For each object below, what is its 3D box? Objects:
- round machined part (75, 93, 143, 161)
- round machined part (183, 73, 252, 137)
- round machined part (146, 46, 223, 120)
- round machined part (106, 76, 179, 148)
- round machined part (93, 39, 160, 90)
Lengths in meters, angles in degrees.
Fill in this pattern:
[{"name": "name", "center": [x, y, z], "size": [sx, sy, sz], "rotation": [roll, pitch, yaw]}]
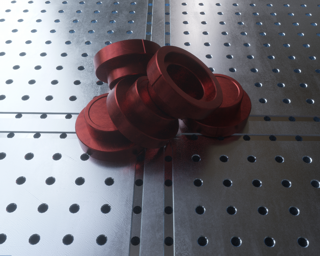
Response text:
[{"name": "round machined part", "center": [-0.061, -0.009, 0.403], "size": [0.099, 0.042, 0.098], "rotation": [0, 50, 0]}, {"name": "round machined part", "center": [0.077, -0.038, 0.429], "size": [0.099, 0.042, 0.098], "rotation": [0, 50, 0]}, {"name": "round machined part", "center": [0.025, -0.050, 0.376], "size": [0.099, 0.042, 0.098], "rotation": [24, 43, -24]}, {"name": "round machined part", "center": [-0.013, -0.026, 0.388], "size": [0.098, 0.042, 0.098], "rotation": [28, 39, -25]}, {"name": "round machined part", "center": [-0.041, -0.080, 0.433], "size": [0.099, 0.098, 0.042], "rotation": [-10, 77, -8]}]
